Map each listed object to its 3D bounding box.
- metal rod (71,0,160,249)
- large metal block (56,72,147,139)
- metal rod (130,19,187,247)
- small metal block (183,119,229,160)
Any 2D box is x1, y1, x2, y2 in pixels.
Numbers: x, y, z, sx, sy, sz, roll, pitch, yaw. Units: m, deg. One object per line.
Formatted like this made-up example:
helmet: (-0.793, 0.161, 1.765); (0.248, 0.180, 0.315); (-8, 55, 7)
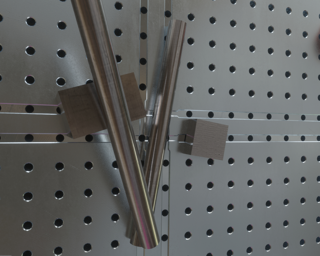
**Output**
metal rod: (-0.039, 0.009, 0.317); (0.025, 0.025, 0.298); (-21, 118, -19)
large metal block: (-0.071, -0.025, 0.358); (0.081, 0.080, 0.050); (-18, 97, -19)
metal rod: (-0.001, 0.004, 0.413); (0.025, 0.025, 0.298); (11, 86, -20)
small metal block: (0.065, 0.016, 0.438); (0.050, 0.025, 0.050); (11, 86, -20)
